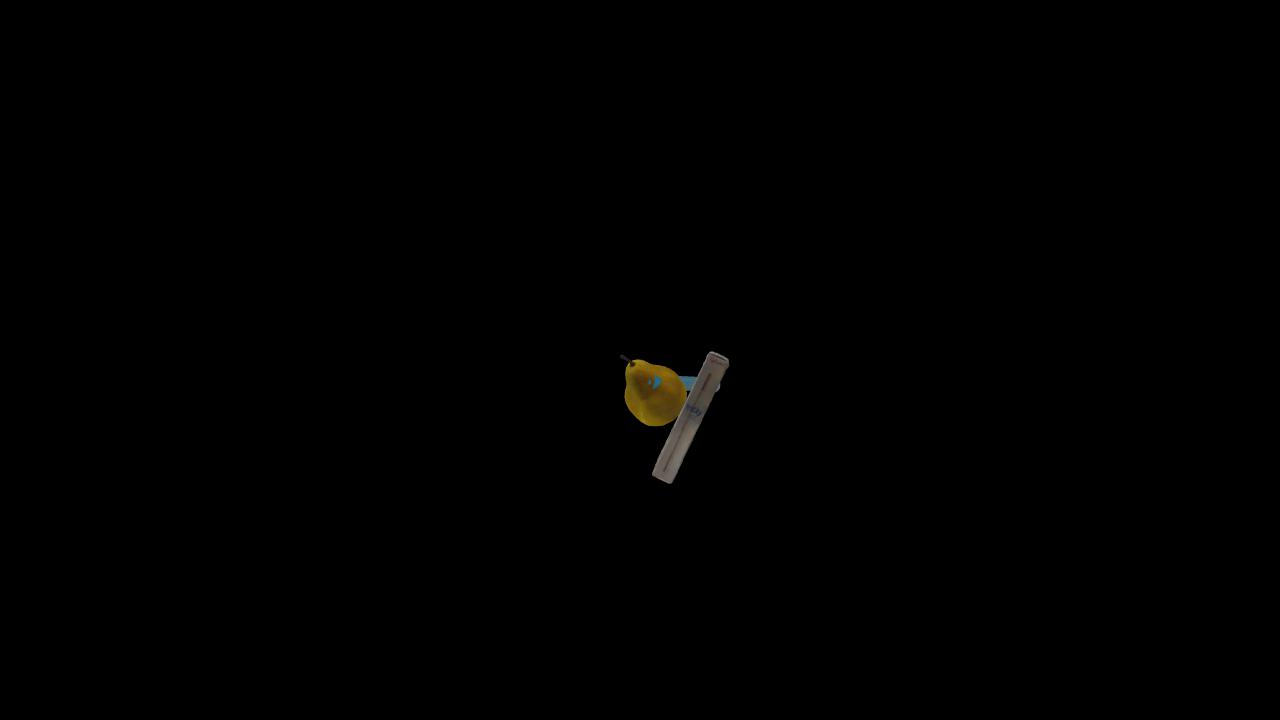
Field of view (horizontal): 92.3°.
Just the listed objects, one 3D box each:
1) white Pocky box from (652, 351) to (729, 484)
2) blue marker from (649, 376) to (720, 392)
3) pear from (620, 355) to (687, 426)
[{"bbox_3d":[0.060,0.064,0.719,0.028,0.154,0.084,26,5,6],"label":"white Pocky box"},{"bbox_3d":[0.052,0.029,0.753,0.121,0.020,0.020,5,-3,-42],"label":"blue marker"},{"bbox_3d":[0.012,0.029,0.737,0.080,0.080,0.111,0,-34,20],"label":"pear"}]
